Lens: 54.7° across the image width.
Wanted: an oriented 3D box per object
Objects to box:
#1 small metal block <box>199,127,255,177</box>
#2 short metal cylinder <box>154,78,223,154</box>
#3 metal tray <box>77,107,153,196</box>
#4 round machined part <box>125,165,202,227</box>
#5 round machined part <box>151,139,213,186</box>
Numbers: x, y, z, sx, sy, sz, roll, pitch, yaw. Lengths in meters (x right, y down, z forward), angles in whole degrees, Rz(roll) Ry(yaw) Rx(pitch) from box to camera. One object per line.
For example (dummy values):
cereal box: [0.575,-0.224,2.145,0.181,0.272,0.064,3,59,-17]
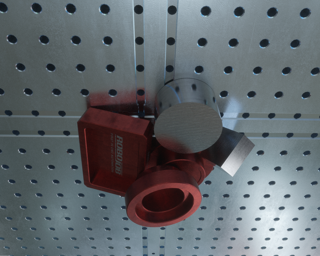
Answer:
small metal block: [0.087,0.029,0.409,0.025,0.050,0.050,39,85,-28]
short metal cylinder: [0.033,-0.014,0.383,0.081,0.050,0.079,0,130,0]
metal tray: [-0.061,0.039,0.427,0.090,0.030,0.129,13,130,7]
round machined part: [0.002,0.087,0.412,0.099,0.042,0.097,-7,133,-8]
round machined part: [0.029,0.054,0.446,0.099,0.042,0.097,-1,130,0]
